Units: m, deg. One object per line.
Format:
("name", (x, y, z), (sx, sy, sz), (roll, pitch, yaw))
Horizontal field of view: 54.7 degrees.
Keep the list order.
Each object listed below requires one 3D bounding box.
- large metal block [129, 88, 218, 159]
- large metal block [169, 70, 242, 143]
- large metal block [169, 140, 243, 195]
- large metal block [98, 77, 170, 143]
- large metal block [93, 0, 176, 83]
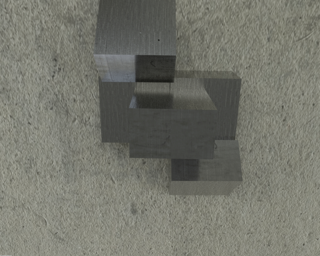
("large metal block", (0.011, -0.008, 0.326), (0.081, 0.080, 0.050), (1, 110, -1))
("large metal block", (0.051, -0.028, 0.386), (0.081, 0.050, 0.079), (1, 110, -1))
("large metal block", (0.053, 0.053, 0.395), (0.081, 0.080, 0.050), (0, 66, -1))
("large metal block", (-0.030, -0.028, 0.385), (0.081, 0.050, 0.079), (1, 110, -1))
("large metal block", (-0.024, -0.098, 0.339), (0.081, 0.050, 0.080), (1, 66, 0))
